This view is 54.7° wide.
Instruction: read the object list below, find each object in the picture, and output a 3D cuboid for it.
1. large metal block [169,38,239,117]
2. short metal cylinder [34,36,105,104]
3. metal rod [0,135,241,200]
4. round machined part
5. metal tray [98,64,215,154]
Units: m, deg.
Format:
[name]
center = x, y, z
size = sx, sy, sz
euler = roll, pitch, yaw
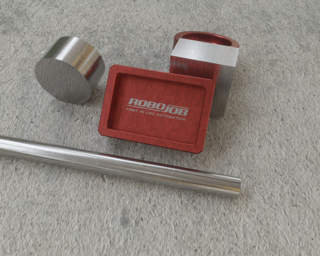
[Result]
[large metal block]
center = 0.057, -0.068, 0.422
size = 0.080, 0.079, 0.050
euler = 13, 43, 10
[short metal cylinder]
center = -0.124, -0.080, 0.433
size = 0.080, 0.080, 0.050
euler = 12, 51, 10
[metal rod]
center = -0.059, 0.043, 0.365
size = 0.302, 0.025, 0.025
euler = 9, 51, 7
[round machined part]
center = 0.068, -0.115, 0.477
size = 0.099, 0.042, 0.098
euler = 5, 31, -3
[metal tray]
center = -0.004, -0.024, 0.387
size = 0.131, 0.030, 0.089
euler = 11, 89, 8
